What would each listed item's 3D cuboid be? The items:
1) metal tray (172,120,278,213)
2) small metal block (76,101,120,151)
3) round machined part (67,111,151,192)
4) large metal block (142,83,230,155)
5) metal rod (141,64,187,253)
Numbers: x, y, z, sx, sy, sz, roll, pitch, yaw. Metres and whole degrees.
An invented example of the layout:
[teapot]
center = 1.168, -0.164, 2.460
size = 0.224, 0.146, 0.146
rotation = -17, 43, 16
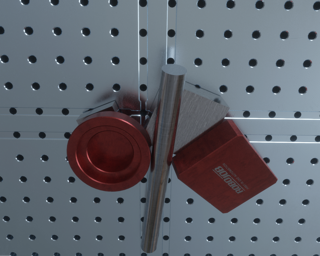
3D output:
[metal tray]
center = 0.087, 0.056, 0.401
size = 0.090, 0.030, 0.130
rotation = -36, 131, 13
[small metal block]
center = -0.074, -0.001, 0.409
size = 0.050, 0.025, 0.050
rotation = -21, 109, 7
[round machined part]
center = -0.059, 0.025, 0.380
size = 0.099, 0.042, 0.097
rotation = 1, 111, 2
[large metal block]
center = 0.029, -0.012, 0.392
size = 0.080, 0.050, 0.079
rotation = 22, 109, -8
[metal rod]
center = -0.001, 0.062, 0.390
size = 0.025, 0.025, 0.298
rotation = 6, 126, -2
